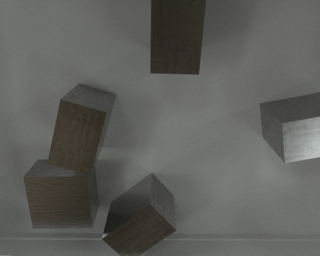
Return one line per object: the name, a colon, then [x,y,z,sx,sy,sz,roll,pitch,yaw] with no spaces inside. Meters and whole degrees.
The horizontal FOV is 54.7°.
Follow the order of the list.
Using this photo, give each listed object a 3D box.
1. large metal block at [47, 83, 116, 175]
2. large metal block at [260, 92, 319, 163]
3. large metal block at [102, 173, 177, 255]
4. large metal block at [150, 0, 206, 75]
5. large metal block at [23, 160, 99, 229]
large metal block: [-0.093,-0.002,0.380,0.050,0.080,0.079,16,109,-6]
large metal block: [0.178,-0.003,0.383,0.080,0.080,0.050,-11,110,3]
large metal block: [-0.027,0.120,0.426,0.080,0.080,0.050,-38,106,12]
large metal block: [0.016,-0.110,0.334,0.050,0.080,0.079,1,121,-1]
large metal block: [-0.133,0.090,0.429,0.081,0.050,0.079,-1,110,0]
